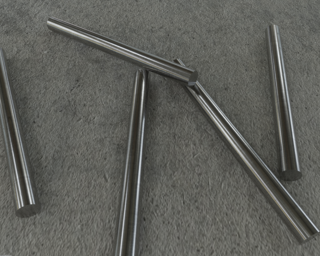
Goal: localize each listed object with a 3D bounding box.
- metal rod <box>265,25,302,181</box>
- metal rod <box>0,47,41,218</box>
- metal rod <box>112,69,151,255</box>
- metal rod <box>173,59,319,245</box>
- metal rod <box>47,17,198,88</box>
[{"bbox_3d":[0.175,-0.058,0.453,0.025,0.025,0.300,7,50,6],"label":"metal rod"},{"bbox_3d":[-0.202,-0.016,0.415,0.025,0.025,0.300,-19,53,-16],"label":"metal rod"},{"bbox_3d":[-0.030,0.035,0.373,0.025,0.025,0.300,1,50,1],"label":"metal rod"},{"bbox_3d":[0.088,0.006,0.398,0.025,0.025,0.300,-20,53,-16],"label":"metal rod"},{"bbox_3d":[-0.074,-0.128,0.494,0.300,0.025,0.025,27,55,26],"label":"metal rod"}]
